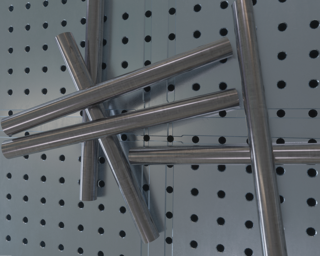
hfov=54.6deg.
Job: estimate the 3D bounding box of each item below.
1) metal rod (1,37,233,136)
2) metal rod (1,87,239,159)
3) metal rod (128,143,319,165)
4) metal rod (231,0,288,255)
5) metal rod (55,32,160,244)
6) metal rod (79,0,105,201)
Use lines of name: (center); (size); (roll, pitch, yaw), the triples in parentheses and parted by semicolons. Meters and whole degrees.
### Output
metal rod: (-0.056, -0.051, 0.393); (0.301, 0.025, 0.025); (-19, 83, 3)
metal rod: (-0.052, -0.005, 0.392); (0.301, 0.025, 0.025); (-13, 86, 4)
metal rod: (0.104, 0.032, 0.376); (0.301, 0.025, 0.025); (-2, 89, 20)
metal rod: (0.111, -0.005, 0.351); (0.025, 0.025, 0.299); (-8, 79, 20)
metal rod: (-0.072, 0.012, 0.420); (0.025, 0.025, 0.299); (-24, 89, 18)
metal rod: (-0.098, -0.046, 0.447); (0.025, 0.025, 0.298); (3, 91, 20)
